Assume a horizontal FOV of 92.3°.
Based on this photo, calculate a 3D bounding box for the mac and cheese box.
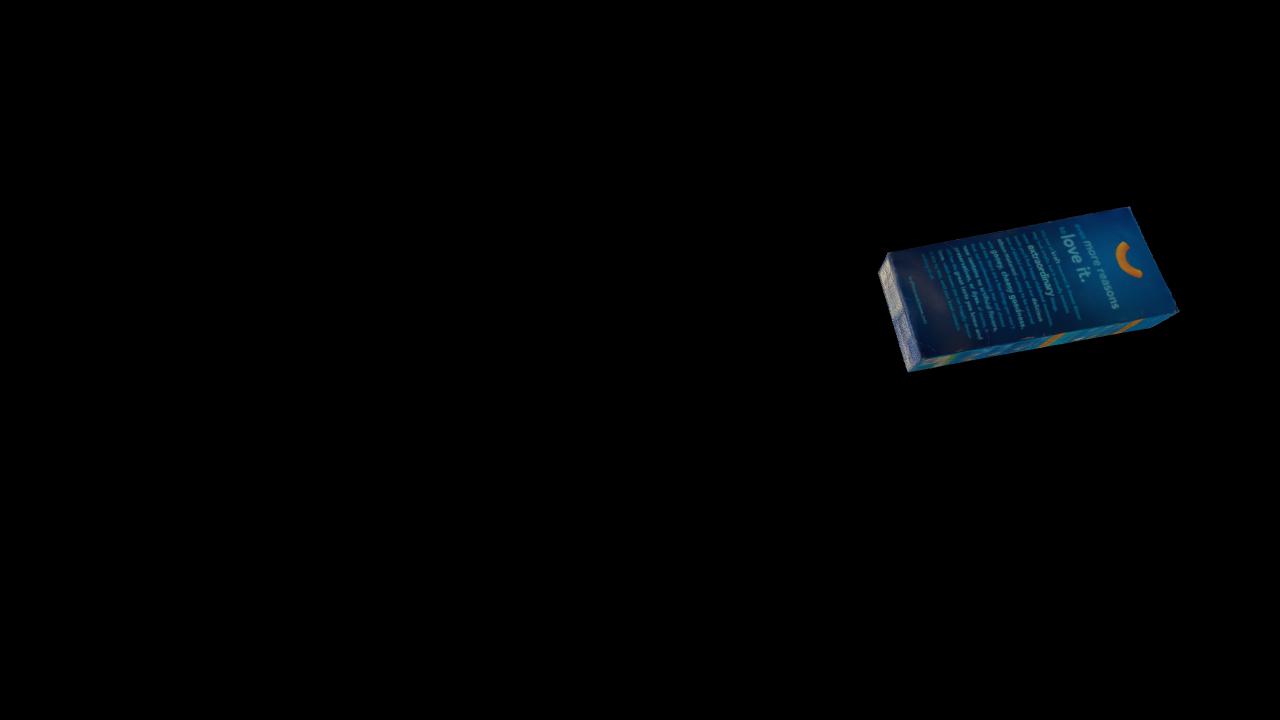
[{"bbox_3d":[0.290,-0.054,0.474,0.184,0.093,0.041,-10,-20,4],"label":"mac and cheese box"}]
